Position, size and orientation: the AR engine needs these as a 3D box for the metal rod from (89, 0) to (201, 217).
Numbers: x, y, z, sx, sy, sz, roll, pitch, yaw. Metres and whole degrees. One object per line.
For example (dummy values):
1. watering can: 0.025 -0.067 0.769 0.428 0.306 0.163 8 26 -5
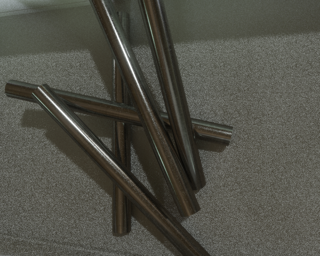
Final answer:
1. metal rod: -0.023 -0.038 0.370 0.025 0.025 0.299 -24 87 18

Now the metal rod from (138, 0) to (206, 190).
1. metal rod: 0.008 -0.064 0.337 0.025 0.025 0.298 -8 112 19

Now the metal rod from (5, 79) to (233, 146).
1. metal rod: -0.059 -0.022 0.402 0.301 0.025 0.025 13 94 8

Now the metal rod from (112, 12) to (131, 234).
1. metal rod: -0.053 -0.007 0.428 0.025 0.025 0.298 -1 90 19

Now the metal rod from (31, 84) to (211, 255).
1. metal rod: -0.048 0.062 0.390 0.025 0.025 0.300 -43 91 15
